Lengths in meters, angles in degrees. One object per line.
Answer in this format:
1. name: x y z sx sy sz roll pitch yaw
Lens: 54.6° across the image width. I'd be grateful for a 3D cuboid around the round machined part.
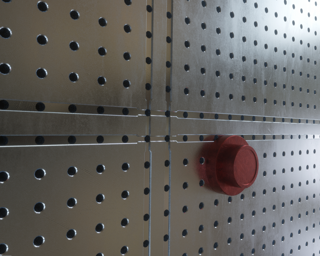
1. round machined part: 0.122 0.060 0.499 0.099 0.042 0.097 0 90 -40
